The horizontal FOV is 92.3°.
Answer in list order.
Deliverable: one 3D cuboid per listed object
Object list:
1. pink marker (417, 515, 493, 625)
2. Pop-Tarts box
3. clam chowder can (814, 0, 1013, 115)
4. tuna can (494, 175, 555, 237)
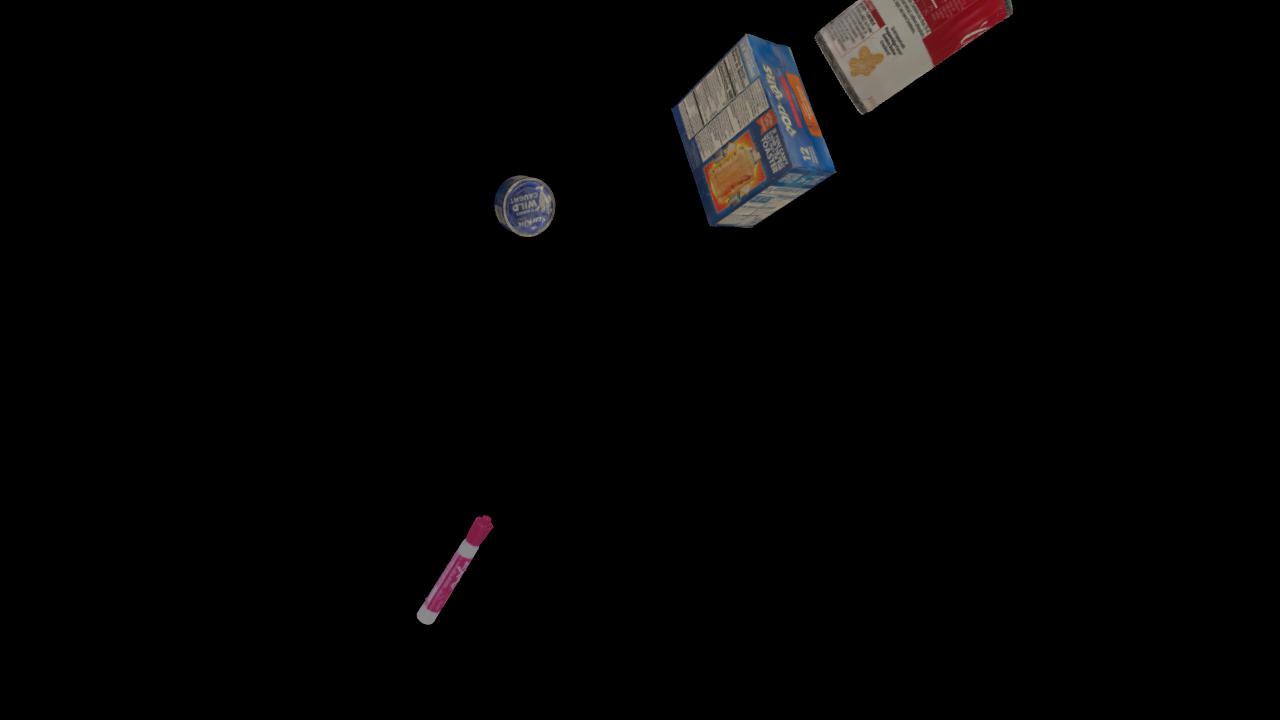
[{"bbox_3d":[-0.178,0.202,0.596,0.020,0.121,0.020,32,6,-3],"label":"pink marker"},{"bbox_3d":[0.132,-0.265,0.739,0.083,0.167,0.141,-10,-11,-38],"label":"Pop-Tarts box"},{"bbox_3d":[0.177,-0.222,0.408,0.102,0.068,0.068,-30,-16,29],"label":"clam chowder can"},{"bbox_3d":[-0.166,-0.222,0.887,0.084,0.084,0.034,0,20,-41],"label":"tuna can"}]
